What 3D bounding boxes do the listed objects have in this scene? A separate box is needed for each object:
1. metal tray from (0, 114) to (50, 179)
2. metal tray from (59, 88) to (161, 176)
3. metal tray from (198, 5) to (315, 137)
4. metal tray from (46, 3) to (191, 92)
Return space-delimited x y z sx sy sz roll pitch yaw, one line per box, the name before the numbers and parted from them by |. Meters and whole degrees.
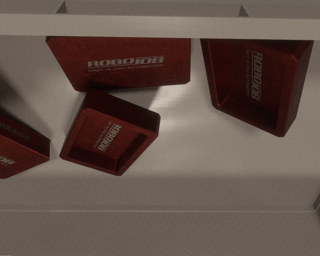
metal tray | -0.219 0.020 0.393 0.090 0.030 0.130 -22 146 17
metal tray | -0.067 0.013 0.394 0.091 0.030 0.129 21 142 -18
metal tray | 0.091 -0.050 0.306 0.090 0.030 0.130 28 161 28
metal tray | -0.035 -0.078 0.317 0.131 0.030 0.090 -4 154 3
